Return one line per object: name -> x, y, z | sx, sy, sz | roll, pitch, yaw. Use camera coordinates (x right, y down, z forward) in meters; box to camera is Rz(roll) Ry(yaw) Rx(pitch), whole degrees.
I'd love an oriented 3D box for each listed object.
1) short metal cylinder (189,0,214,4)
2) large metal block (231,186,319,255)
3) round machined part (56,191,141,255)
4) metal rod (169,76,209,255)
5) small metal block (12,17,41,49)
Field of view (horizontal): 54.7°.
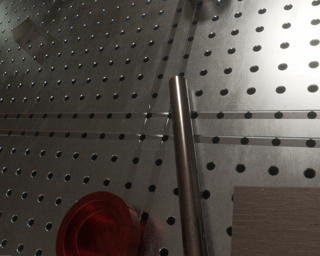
short metal cylinder -> 0.072, -0.253, 0.508 | 0.080, 0.050, 0.080 | -13, 56, 20
large metal block -> 0.110, 0.098, 0.274 | 0.080, 0.050, 0.080 | -4, 60, 25
round machined part -> -0.065, 0.126, 0.353 | 0.098, 0.042, 0.098 | -13, 56, 20
metal rod -> 0.032, 0.061, 0.352 | 0.025, 0.025, 0.299 | -16, 55, 19
small metal block -> -0.299, -0.213, 0.692 | 0.050, 0.025, 0.050 | -35, 52, 5
